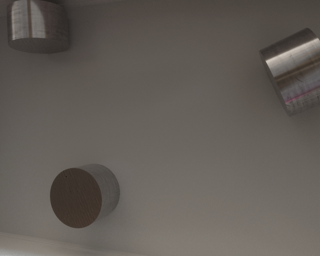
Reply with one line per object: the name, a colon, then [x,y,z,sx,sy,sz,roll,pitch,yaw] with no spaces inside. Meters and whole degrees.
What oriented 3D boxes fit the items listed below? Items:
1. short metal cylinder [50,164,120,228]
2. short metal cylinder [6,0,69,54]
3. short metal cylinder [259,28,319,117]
short metal cylinder: [-0.104,0.092,0.432,0.080,0.050,0.079,0,90,19]
short metal cylinder: [-0.173,-0.141,0.440,0.080,0.080,0.050,-3,89,19]
short metal cylinder: [0.146,-0.058,0.330,0.050,0.080,0.080,-25,82,18]
